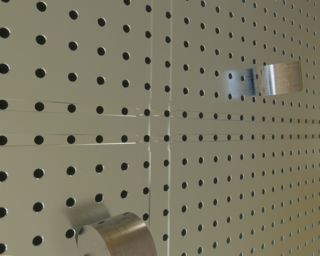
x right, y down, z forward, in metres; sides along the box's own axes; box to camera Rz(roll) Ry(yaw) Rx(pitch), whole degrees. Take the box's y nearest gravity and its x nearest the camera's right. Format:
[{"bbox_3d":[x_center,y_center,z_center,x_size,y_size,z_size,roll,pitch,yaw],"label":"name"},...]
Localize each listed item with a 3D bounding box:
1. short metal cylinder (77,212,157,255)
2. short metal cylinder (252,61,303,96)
[{"bbox_3d":[-0.047,0.137,0.334,0.050,0.080,0.079,-8,95,-40],"label":"short metal cylinder"},{"bbox_3d":[0.206,-0.087,0.545,0.081,0.080,0.050,-14,99,-39],"label":"short metal cylinder"}]
